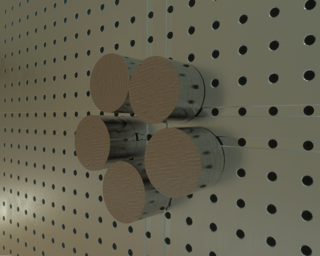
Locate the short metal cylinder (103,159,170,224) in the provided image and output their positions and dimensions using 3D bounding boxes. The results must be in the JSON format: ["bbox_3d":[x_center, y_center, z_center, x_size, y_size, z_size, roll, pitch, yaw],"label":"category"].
[{"bbox_3d":[-0.032,0.083,0.418,0.080,0.050,0.080,0,89,40],"label":"short metal cylinder"}]

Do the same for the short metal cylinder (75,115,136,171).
[{"bbox_3d":[-0.082,0.021,0.460,0.080,0.050,0.079,0,91,40],"label":"short metal cylinder"}]

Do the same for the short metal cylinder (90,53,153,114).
[{"bbox_3d":[-0.053,-0.061,0.436,0.080,0.050,0.079,0,90,39],"label":"short metal cylinder"}]

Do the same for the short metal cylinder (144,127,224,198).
[{"bbox_3d":[0.028,0.039,0.369,0.080,0.050,0.079,1,92,39],"label":"short metal cylinder"}]

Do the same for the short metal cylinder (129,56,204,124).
[{"bbox_3d":[0.007,-0.045,0.386,0.080,0.050,0.079,0,91,40],"label":"short metal cylinder"}]
